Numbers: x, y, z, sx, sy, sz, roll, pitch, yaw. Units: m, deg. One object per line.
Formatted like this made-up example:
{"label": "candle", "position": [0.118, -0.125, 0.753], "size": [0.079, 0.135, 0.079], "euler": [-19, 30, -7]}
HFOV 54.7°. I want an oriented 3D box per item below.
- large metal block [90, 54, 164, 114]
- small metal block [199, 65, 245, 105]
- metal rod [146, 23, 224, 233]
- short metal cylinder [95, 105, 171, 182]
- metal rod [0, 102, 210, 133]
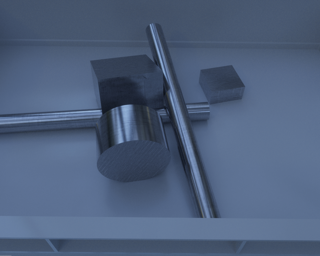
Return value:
{"label": "large metal block", "position": [-0.046, -0.060, 0.419], "size": [0.081, 0.050, 0.080], "euler": [-10, 30, -15]}
{"label": "small metal block", "position": [0.091, -0.065, 0.461], "size": [0.050, 0.025, 0.050], "euler": [-10, 51, -9]}
{"label": "metal rod", "position": [0.022, -0.022, 0.393], "size": [0.025, 0.025, 0.299], "euler": [-9, 60, -8]}
{"label": "short metal cylinder", "position": [-0.032, 0.019, 0.353], "size": [0.081, 0.080, 0.050], "euler": [-7, 51, -6]}
{"label": "metal rod", "position": [-0.085, -0.014, 0.415], "size": [0.302, 0.025, 0.025], "euler": [-4, 50, -4]}
